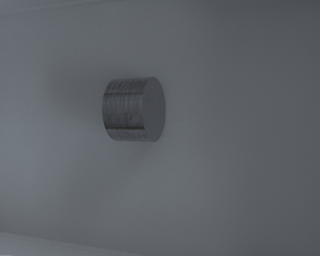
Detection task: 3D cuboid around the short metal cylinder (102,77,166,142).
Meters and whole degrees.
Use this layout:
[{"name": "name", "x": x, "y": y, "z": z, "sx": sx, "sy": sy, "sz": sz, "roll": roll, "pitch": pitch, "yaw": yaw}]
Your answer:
[{"name": "short metal cylinder", "x": -0.030, "y": -0.023, "z": 0.388, "sx": 0.050, "sy": 0.080, "sz": 0.079, "roll": 0, "pitch": 90, "yaw": 20}]
